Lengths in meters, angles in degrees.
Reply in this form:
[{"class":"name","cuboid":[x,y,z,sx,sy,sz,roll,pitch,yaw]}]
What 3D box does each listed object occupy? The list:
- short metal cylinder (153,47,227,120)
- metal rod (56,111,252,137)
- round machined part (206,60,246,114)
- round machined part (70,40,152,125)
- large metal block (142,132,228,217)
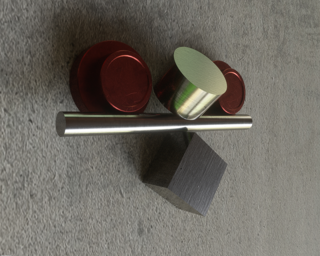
[{"class":"short metal cylinder","cuboid":[0.038,-0.057,0.397,0.080,0.050,0.080,22,43,-22]},{"class":"metal rod","cuboid":[0.020,-0.007,0.395,0.302,0.025,0.025,-1,91,-40]},{"class":"round machined part","cuboid":[0.094,-0.054,0.473,0.099,0.042,0.097,0,90,-40]},{"class":"round machined part","cuboid":[-0.048,-0.051,0.354,0.099,0.042,0.097,0,90,-40]},{"class":"large metal block","cuboid":[0.036,0.060,0.417,0.080,0.050,0.080,43,64,-32]}]
